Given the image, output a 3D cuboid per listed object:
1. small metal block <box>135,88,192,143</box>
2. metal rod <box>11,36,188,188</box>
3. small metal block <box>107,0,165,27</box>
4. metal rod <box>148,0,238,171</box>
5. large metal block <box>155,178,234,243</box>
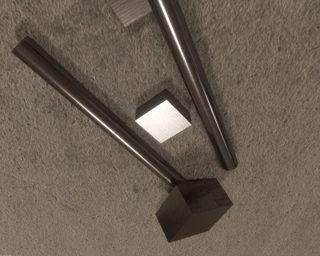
[{"bbox_3d":[0.004,-0.014,0.395,0.050,0.025,0.050,-32,124,24],"label":"small metal block"},{"bbox_3d":[-0.058,0.001,0.406,0.025,0.025,0.300,-30,124,23],"label":"metal rod"},{"bbox_3d":[-0.026,-0.134,0.293,0.050,0.025,0.050,-25,126,19],"label":"small metal block"},{"bbox_3d":[0.045,-0.043,0.352,0.025,0.025,0.299,-18,134,14],"label":"metal rod"},{"bbox_3d":[0.051,0.126,0.479,0.081,0.050,0.079,-2,136,-35],"label":"large metal block"}]
